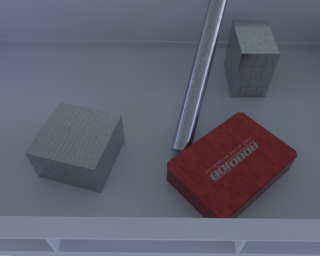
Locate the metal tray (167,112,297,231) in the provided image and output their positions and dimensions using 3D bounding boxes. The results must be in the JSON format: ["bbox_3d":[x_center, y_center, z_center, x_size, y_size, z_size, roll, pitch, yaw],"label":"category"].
[{"bbox_3d":[0.084,0.044,0.366,0.131,0.030,0.090,-33,58,-25],"label":"metal tray"}]

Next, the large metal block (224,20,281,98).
[{"bbox_3d":[0.131,-0.101,0.456,0.050,0.080,0.080,0,50,0],"label":"large metal block"}]

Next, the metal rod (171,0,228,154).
[{"bbox_3d":[0.064,-0.112,0.415,0.025,0.025,0.299,13,78,10],"label":"metal rod"}]

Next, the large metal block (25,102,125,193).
[{"bbox_3d":[-0.096,0.022,0.370,0.080,0.050,0.080,12,51,10],"label":"large metal block"}]
